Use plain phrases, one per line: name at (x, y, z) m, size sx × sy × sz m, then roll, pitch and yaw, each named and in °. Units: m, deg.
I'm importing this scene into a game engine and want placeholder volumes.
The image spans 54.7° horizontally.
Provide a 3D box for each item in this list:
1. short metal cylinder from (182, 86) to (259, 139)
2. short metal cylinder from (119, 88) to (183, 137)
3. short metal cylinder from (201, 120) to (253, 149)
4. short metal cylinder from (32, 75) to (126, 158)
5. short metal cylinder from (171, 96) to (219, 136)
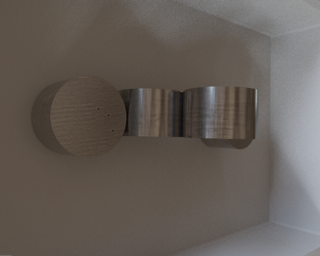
short metal cylinder at (0.065, -0.014, 0.333) m, size 0.081 × 0.080 × 0.050 m, roll 2°, pitch 89°, yaw -40°
short metal cylinder at (-0.010, -0.015, 0.360) m, size 0.081 × 0.080 × 0.050 m, roll 2°, pitch 89°, yaw -40°
short metal cylinder at (0.103, -0.009, 0.475) m, size 0.081 × 0.050 × 0.080 m, roll 0°, pitch 90°, yaw -40°
short metal cylinder at (-0.082, -0.011, 0.319) m, size 0.081 × 0.050 × 0.080 m, roll 0°, pitch 90°, yaw -40°
short metal cylinder at (0.052, -0.013, 0.411) m, size 0.081 × 0.080 × 0.050 m, roll 2°, pitch 89°, yaw -40°
